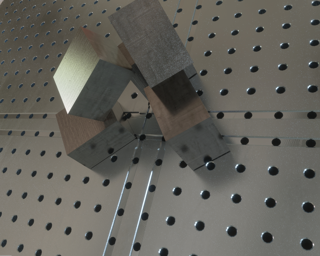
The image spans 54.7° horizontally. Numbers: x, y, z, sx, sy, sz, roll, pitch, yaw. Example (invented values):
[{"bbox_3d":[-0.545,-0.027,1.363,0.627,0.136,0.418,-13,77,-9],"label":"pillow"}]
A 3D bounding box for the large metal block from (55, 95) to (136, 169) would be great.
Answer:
[{"bbox_3d":[-0.092,-0.003,0.440,0.080,0.050,0.080,-34,52,5],"label":"large metal block"}]

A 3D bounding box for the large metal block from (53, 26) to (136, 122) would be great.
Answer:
[{"bbox_3d":[-0.086,-0.068,0.393,0.080,0.050,0.080,-53,47,23],"label":"large metal block"}]

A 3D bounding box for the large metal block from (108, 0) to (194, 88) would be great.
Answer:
[{"bbox_3d":[-0.010,-0.092,0.343,0.050,0.080,0.080,-31,9,3],"label":"large metal block"}]

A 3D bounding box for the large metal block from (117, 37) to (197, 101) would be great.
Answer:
[{"bbox_3d":[-0.007,-0.091,0.429,0.080,0.080,0.050,-36,52,4],"label":"large metal block"}]

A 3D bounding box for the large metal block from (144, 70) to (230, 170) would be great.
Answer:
[{"bbox_3d":[0.032,-0.009,0.359,0.050,0.080,0.080,-30,52,9],"label":"large metal block"}]
